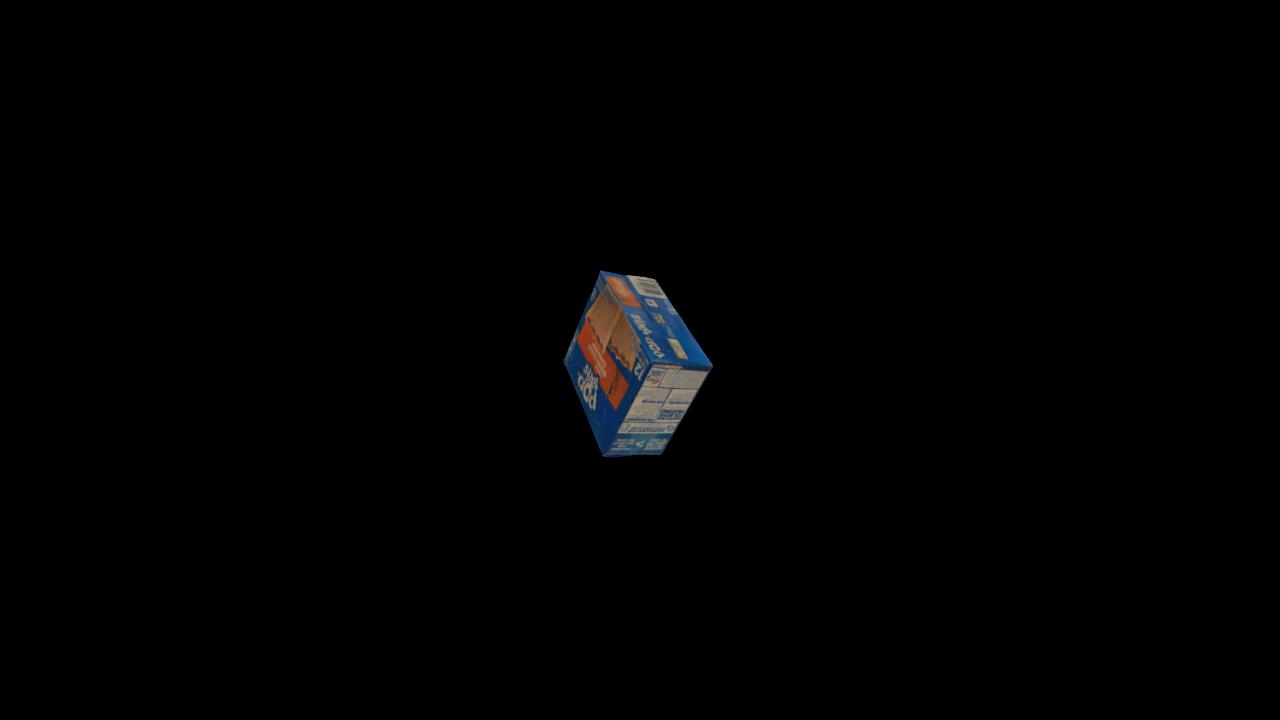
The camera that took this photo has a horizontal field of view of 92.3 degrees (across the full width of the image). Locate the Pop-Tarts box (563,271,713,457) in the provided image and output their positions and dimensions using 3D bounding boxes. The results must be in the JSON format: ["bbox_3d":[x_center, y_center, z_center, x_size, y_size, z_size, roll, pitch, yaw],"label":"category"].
[{"bbox_3d":[-0.011,0.003,0.713,0.083,0.141,0.167,5,38,-30],"label":"Pop-Tarts box"}]
